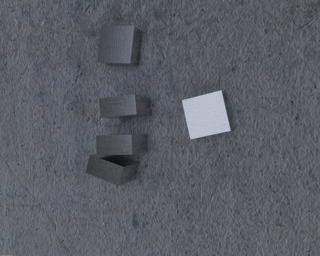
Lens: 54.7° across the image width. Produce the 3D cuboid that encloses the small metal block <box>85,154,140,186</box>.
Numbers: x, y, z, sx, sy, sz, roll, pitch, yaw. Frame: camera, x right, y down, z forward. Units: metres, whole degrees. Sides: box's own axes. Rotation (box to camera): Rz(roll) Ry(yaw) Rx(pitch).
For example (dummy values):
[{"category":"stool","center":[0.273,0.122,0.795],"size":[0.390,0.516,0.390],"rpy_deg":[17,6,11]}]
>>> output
[{"category":"small metal block","center":[-0.063,0.053,0.418],"size":[0.050,0.050,0.025],"rpy_deg":[17,96,19]}]

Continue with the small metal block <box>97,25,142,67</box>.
[{"category":"small metal block","center":[-0.056,-0.113,0.429],"size":[0.050,0.025,0.050],"rpy_deg":[7,92,19]}]

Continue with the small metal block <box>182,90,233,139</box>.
[{"category":"small metal block","center":[0.060,-0.016,0.388],"size":[0.050,0.025,0.050],"rpy_deg":[-13,86,19]}]

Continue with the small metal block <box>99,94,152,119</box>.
[{"category":"small metal block","center":[-0.045,-0.027,0.411],"size":[0.050,0.050,0.025],"rpy_deg":[-5,89,20]}]

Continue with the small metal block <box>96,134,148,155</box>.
[{"category":"small metal block","center":[-0.050,0.021,0.413],"size":[0.050,0.050,0.025],"rpy_deg":[-2,90,20]}]
